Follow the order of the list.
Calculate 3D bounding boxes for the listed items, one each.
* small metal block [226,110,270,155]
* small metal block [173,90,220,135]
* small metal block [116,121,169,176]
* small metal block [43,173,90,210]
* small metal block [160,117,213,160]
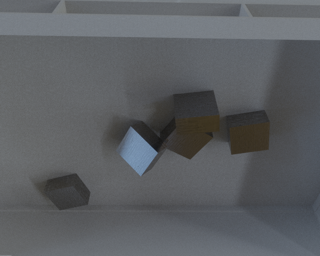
[{"bbox_3d":[0.118,0.007,0.417,0.050,0.025,0.050,-9,130,7],"label":"small metal block"},{"bbox_3d":[0.043,-0.019,0.377,0.050,0.050,0.025,-5,130,4],"label":"small metal block"},{"bbox_3d":[-0.025,0.028,0.415,0.050,0.025,0.050,44,126,14],"label":"small metal block"},{"bbox_3d":[-0.147,0.103,0.494,0.050,0.025,0.050,-14,129,11],"label":"small metal block"},{"bbox_3d":[0.035,0.010,0.418,0.050,0.025,0.050,26,125,-21],"label":"small metal block"}]
